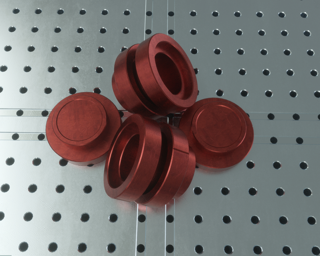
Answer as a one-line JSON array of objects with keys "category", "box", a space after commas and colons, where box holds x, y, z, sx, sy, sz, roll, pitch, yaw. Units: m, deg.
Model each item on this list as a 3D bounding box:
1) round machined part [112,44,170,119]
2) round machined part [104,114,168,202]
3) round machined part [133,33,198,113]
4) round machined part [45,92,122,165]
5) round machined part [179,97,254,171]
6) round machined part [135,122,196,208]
[{"category": "round machined part", "box": [-0.024, -0.056, 0.405, 0.042, 0.099, 0.098, -21, 65, 35]}, {"category": "round machined part", "box": [-0.024, 0.036, 0.355, 0.042, 0.098, 0.098, 21, 68, -27]}, {"category": "round machined part", "box": [0.003, -0.064, 0.390, 0.042, 0.099, 0.098, -21, 65, 35]}, {"category": "round machined part", "box": [-0.100, -0.004, 0.403, 0.099, 0.042, 0.098, 0, 70, 0]}, {"category": "round machined part", "box": [0.073, 0.004, 0.402, 0.099, 0.042, 0.098, 0, 70, 0]}, {"category": "round machined part", "box": [0.005, 0.046, 0.366, 0.042, 0.098, 0.098, 21, 68, -26]}]
